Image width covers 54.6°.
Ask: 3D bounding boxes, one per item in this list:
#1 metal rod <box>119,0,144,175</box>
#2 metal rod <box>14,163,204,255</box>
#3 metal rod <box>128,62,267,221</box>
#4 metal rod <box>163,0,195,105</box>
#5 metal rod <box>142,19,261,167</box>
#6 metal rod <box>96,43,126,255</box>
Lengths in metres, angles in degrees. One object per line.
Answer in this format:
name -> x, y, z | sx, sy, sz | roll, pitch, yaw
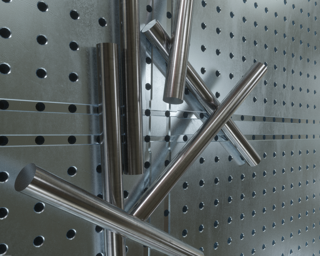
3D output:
metal rod -> -0.036, -0.094, 0.377 | 0.025, 0.025, 0.298 | -3, 92, -40
metal rod -> -0.028, 0.115, 0.353 | 0.300, 0.025, 0.025 | 43, 64, -42
metal rod -> 0.063, 0.010, 0.436 | 0.301, 0.025, 0.025 | -48, 119, -21
metal rod -> 0.034, -0.176, 0.413 | 0.025, 0.025, 0.299 | 20, 71, -38
metal rod -> 0.076, -0.037, 0.471 | 0.300, 0.025, 0.025 | 46, 62, -30
metal rod -> -0.056, 0.054, 0.361 | 0.025, 0.025, 0.298 | -3, 92, -40
